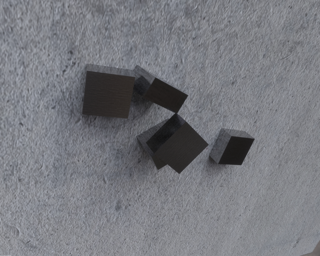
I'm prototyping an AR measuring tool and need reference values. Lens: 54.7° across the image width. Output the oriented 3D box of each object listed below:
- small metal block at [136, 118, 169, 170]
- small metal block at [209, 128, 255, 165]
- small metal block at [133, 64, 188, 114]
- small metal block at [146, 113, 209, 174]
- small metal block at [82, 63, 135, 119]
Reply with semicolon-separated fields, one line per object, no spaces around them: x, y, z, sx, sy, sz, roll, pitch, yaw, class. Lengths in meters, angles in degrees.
0.004;0.020;0.405;0.050;0.050;0.025;-30;129;-9;small metal block
0.113;0.030;0.487;0.050;0.025;0.050;7;115;-32;small metal block
-0.004;-0.045;0.360;0.050;0.050;0.025;23;103;-37;small metal block
0.021;0.019;0.365;0.050;0.025;0.050;-45;126;2;small metal block
-0.058;-0.040;0.343;0.050;0.025;0.050;5;117;-16;small metal block
